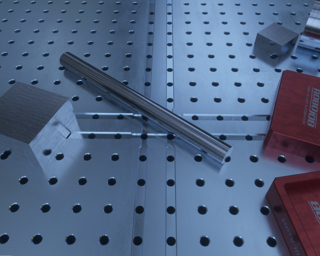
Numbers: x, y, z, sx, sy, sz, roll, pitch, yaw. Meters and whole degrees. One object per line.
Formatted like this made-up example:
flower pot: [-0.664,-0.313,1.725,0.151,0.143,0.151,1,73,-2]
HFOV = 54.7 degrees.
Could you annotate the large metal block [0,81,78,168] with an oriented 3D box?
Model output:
large metal block: [-0.167,-0.006,0.395,0.080,0.050,0.080,18,52,14]

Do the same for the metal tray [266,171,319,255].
metal tray: [0.177,0.107,0.314,0.091,0.030,0.130,-7,50,-6]

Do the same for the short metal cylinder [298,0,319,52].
short metal cylinder: [0.271,-0.170,0.516,0.050,0.080,0.080,22,53,17]

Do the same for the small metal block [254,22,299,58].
small metal block: [0.202,-0.153,0.537,0.050,0.025,0.050,-34,58,-26]

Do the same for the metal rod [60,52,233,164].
metal rod: [-0.034,-0.039,0.439,0.300,0.025,0.025,32,57,24]

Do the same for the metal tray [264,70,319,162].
metal tray: [0.201,-0.020,0.422,0.090,0.030,0.130,17,52,14]
